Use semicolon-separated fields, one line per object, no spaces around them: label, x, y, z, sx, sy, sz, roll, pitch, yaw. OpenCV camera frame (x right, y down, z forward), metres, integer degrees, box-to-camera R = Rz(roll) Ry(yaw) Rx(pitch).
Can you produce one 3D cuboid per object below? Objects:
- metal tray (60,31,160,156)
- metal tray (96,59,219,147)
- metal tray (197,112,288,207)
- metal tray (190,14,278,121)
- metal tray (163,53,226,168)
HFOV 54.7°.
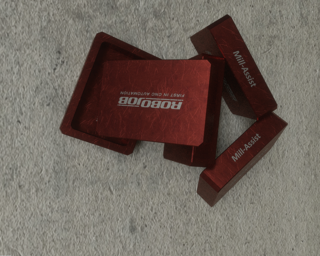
metal tray;-0.059;-0.041;0.387;0.091;0.030;0.129;21;83;-19
metal tray;-0.005;-0.029;0.349;0.130;0.030;0.089;5;88;24
metal tray;0.107;0.043;0.417;0.130;0.090;0.030;-40;68;-15
metal tray;0.094;-0.076;0.409;0.030;0.090;0.130;-32;101;-3
metal tray;0.040;-0.020;0.392;0.030;0.090;0.129;7;88;-20
